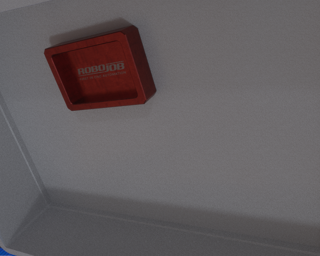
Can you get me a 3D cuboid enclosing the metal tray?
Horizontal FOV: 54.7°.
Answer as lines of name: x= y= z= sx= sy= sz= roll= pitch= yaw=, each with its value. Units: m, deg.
metal tray: x=-0.078 y=-0.072 z=0.399 sx=0.130 sy=0.030 sz=0.089 roll=-3 pitch=117 yaw=29
